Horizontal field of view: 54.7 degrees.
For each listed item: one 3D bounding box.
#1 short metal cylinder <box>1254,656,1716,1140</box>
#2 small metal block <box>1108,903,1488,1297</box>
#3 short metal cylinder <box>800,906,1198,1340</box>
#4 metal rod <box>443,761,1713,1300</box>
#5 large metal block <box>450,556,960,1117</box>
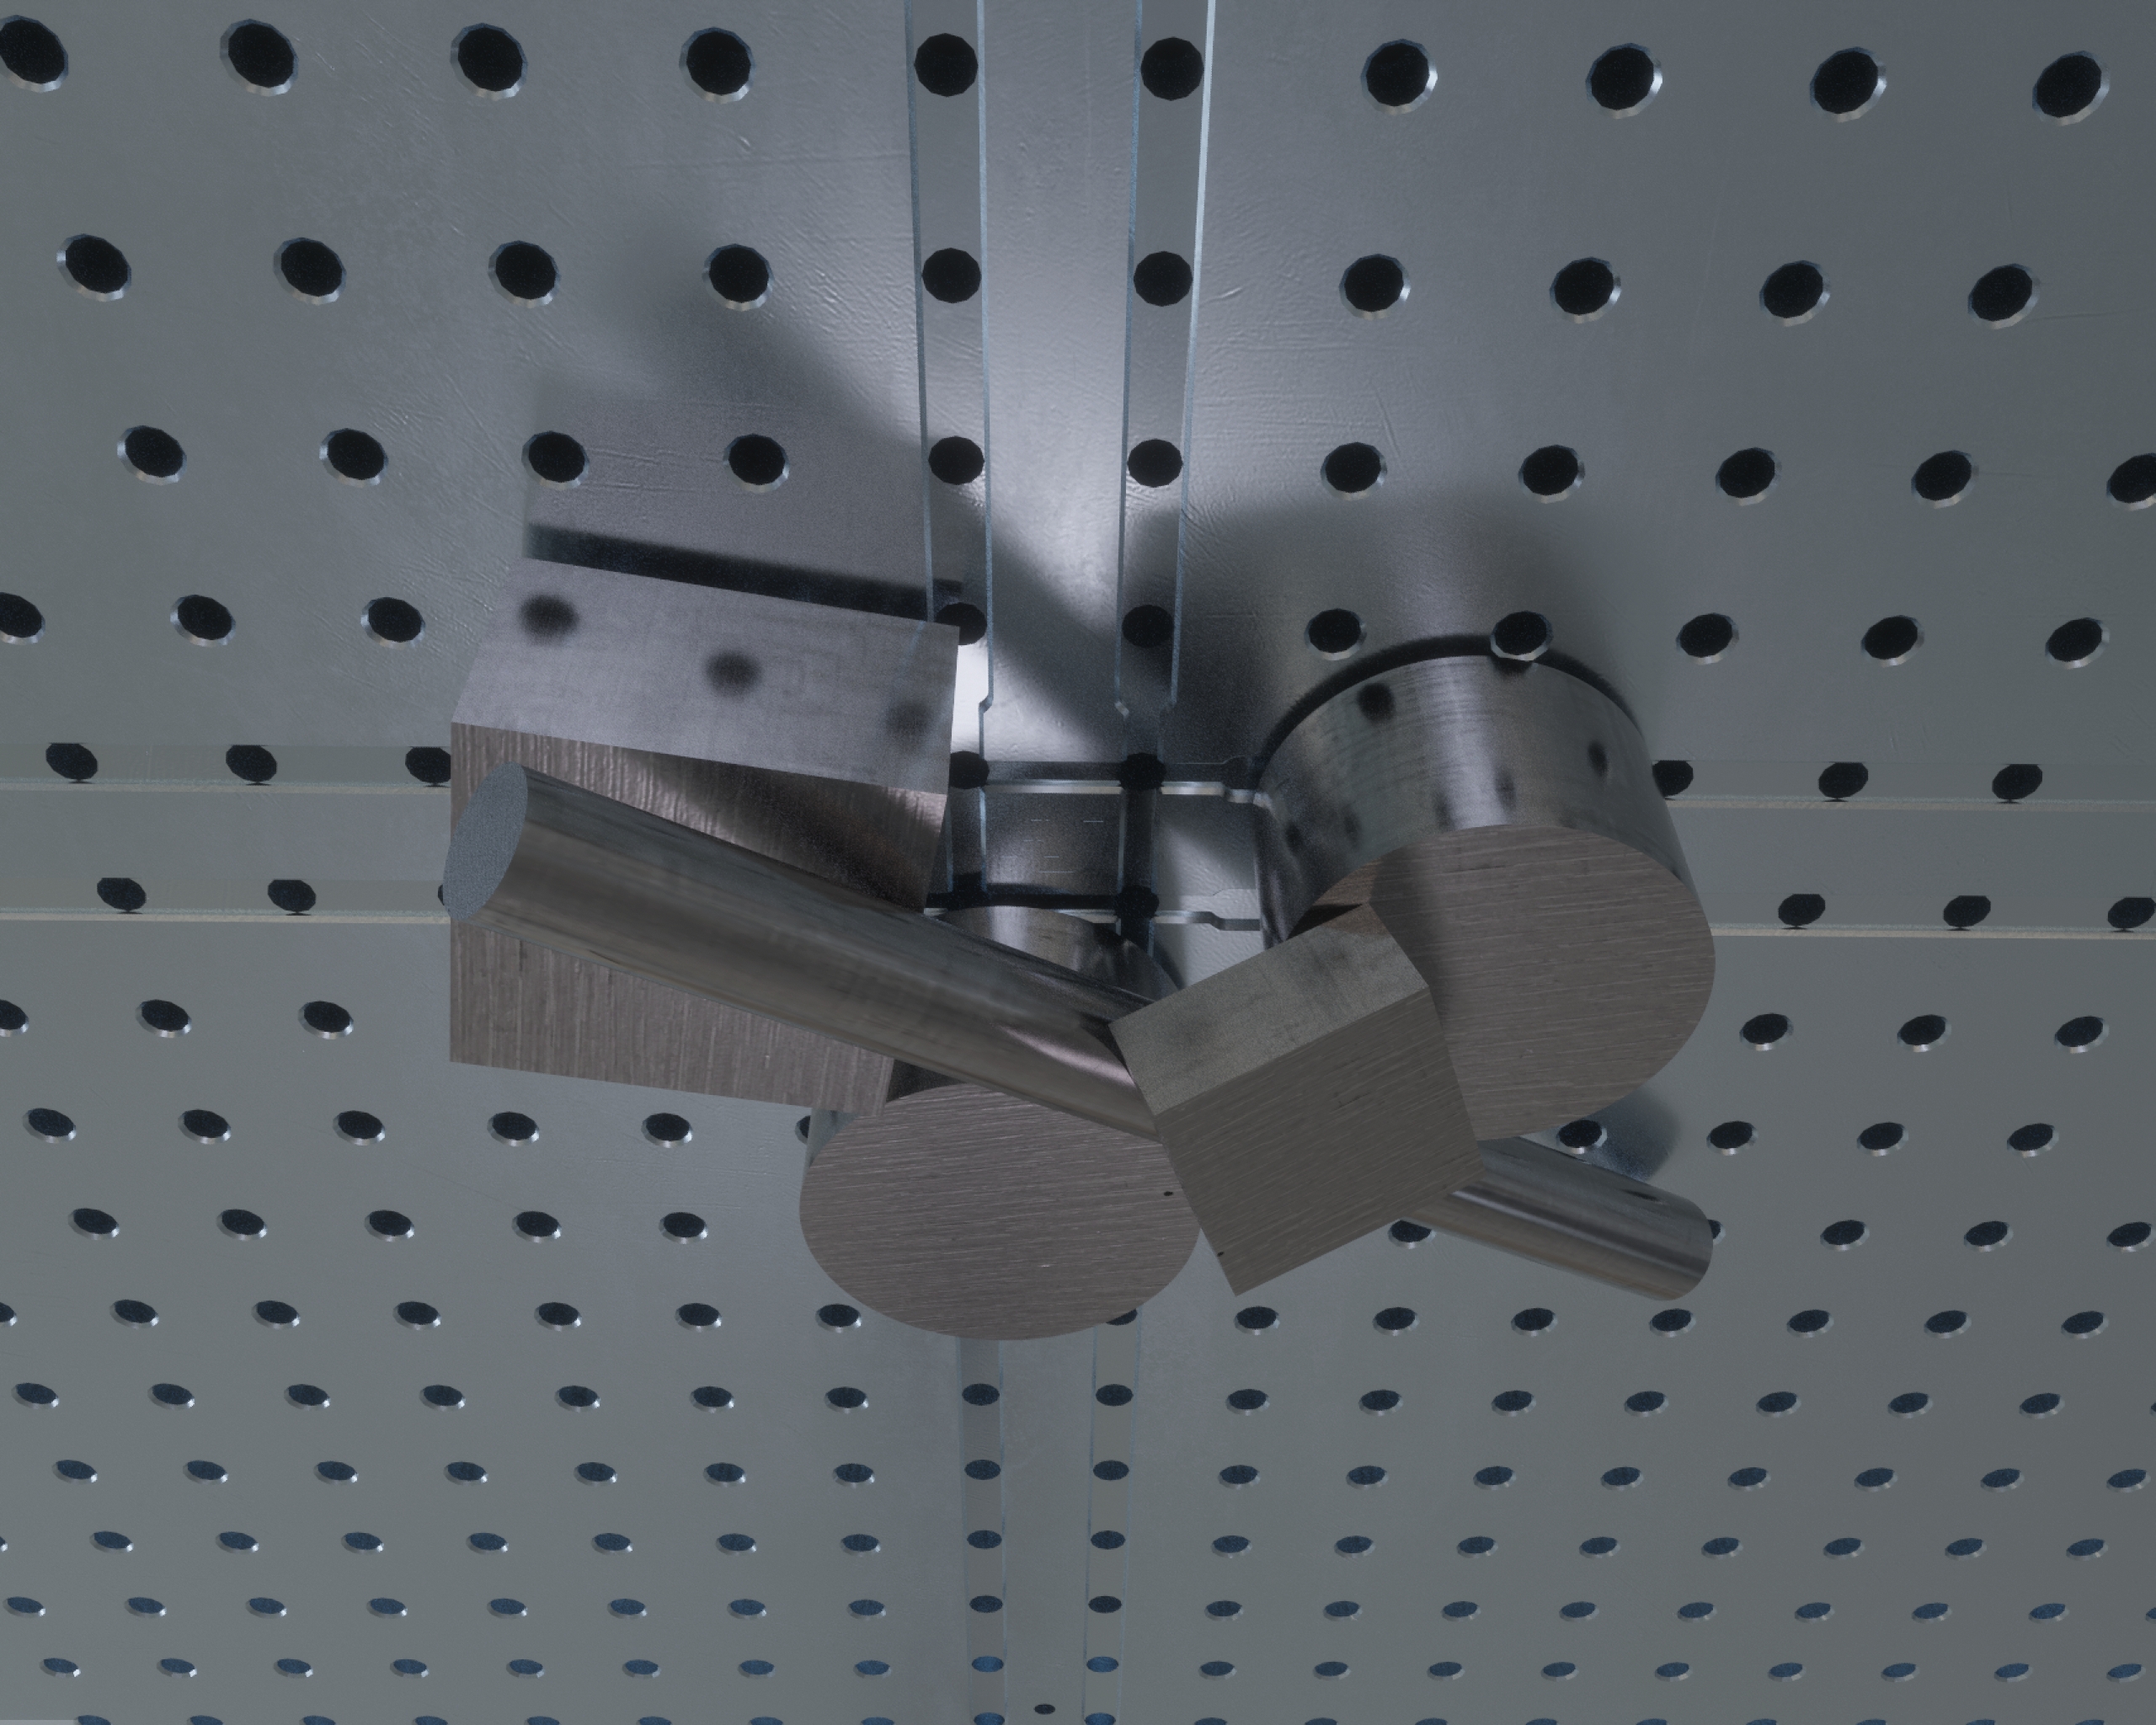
[{"bbox_3d":[0.075,0.008,0.398,0.081,0.050,0.079,0,130,0],"label":"short metal cylinder"},{"bbox_3d":[0.039,0.042,0.368,0.050,0.025,0.050,-25,128,-3],"label":"small metal block"},{"bbox_3d":[-0.015,0.055,0.437,0.081,0.050,0.079,0,130,0],"label":"short metal cylinder"},{"bbox_3d":[0.025,0.043,0.398,0.302,0.025,0.025,22,128,-36],"label":"metal rod"},{"bbox_3d":[-0.069,-0.003,0.385,0.081,0.050,0.079,8,130,-7],"label":"large metal block"}]
